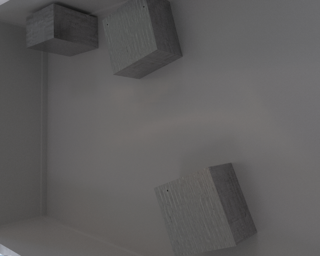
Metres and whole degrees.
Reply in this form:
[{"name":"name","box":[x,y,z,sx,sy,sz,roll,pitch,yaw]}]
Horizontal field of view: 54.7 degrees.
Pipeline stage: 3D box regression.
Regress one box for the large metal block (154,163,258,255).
[{"name":"large metal block","box":[0.049,0.092,0.350,0.080,0.050,0.080,-29,72,36]}]

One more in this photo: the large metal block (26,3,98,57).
[{"name":"large metal block","box":[-0.158,-0.154,0.502,0.080,0.081,0.050,-2,89,40]}]

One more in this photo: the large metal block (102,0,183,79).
[{"name":"large metal block","box":[-0.025,-0.119,0.411,0.080,0.050,0.080,-20,77,38]}]
